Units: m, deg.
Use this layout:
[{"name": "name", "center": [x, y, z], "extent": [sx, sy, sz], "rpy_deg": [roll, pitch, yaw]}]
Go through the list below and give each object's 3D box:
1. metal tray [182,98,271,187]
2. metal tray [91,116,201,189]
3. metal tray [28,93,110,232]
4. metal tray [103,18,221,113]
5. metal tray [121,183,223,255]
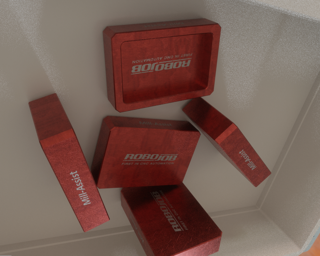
[{"name": "metal tray", "center": [0.093, 0.019, 0.428], "extent": [0.030, 0.090, 0.130], "rpy_deg": [-44, 130, 3]}, {"name": "metal tray", "center": [-0.018, 0.034, 0.414], "extent": [0.131, 0.030, 0.089], "rpy_deg": [3, 117, -30]}, {"name": "metal tray", "center": [-0.097, 0.038, 0.335], "extent": [0.030, 0.090, 0.129], "rpy_deg": [-23, 128, -16]}, {"name": "metal tray", "center": [0.004, -0.074, 0.361], "extent": [0.131, 0.030, 0.089], "rpy_deg": [-13, 124, -22]}, {"name": "metal tray", "center": [0.010, 0.121, 0.419], "extent": [0.091, 0.130, 0.030], "rpy_deg": [-12, 124, -23]}]
